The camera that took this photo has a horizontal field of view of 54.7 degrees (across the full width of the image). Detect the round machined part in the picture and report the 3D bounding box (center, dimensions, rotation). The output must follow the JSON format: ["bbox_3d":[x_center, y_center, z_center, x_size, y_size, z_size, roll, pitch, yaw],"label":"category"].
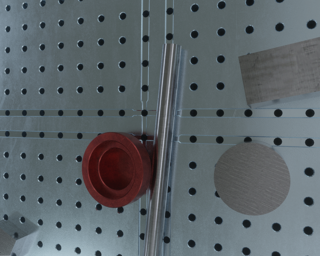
[{"bbox_3d":[-0.053,0.054,0.416,0.098,0.042,0.097,0,89,28],"label":"round machined part"}]

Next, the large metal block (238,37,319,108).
[{"bbox_3d":[0.134,-0.055,0.336,0.080,0.080,0.050,-10,87,19],"label":"large metal block"}]

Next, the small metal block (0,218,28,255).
[{"bbox_3d":[-0.248,0.184,0.498,0.050,0.025,0.050,28,99,17],"label":"small metal block"}]

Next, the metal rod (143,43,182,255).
[{"bbox_3d":[0.002,0.041,0.411,0.025,0.025,0.298,6,92,19],"label":"metal rod"}]

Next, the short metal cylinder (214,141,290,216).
[{"bbox_3d":[0.107,0.055,0.361,0.080,0.050,0.079,0,90,19],"label":"short metal cylinder"}]
